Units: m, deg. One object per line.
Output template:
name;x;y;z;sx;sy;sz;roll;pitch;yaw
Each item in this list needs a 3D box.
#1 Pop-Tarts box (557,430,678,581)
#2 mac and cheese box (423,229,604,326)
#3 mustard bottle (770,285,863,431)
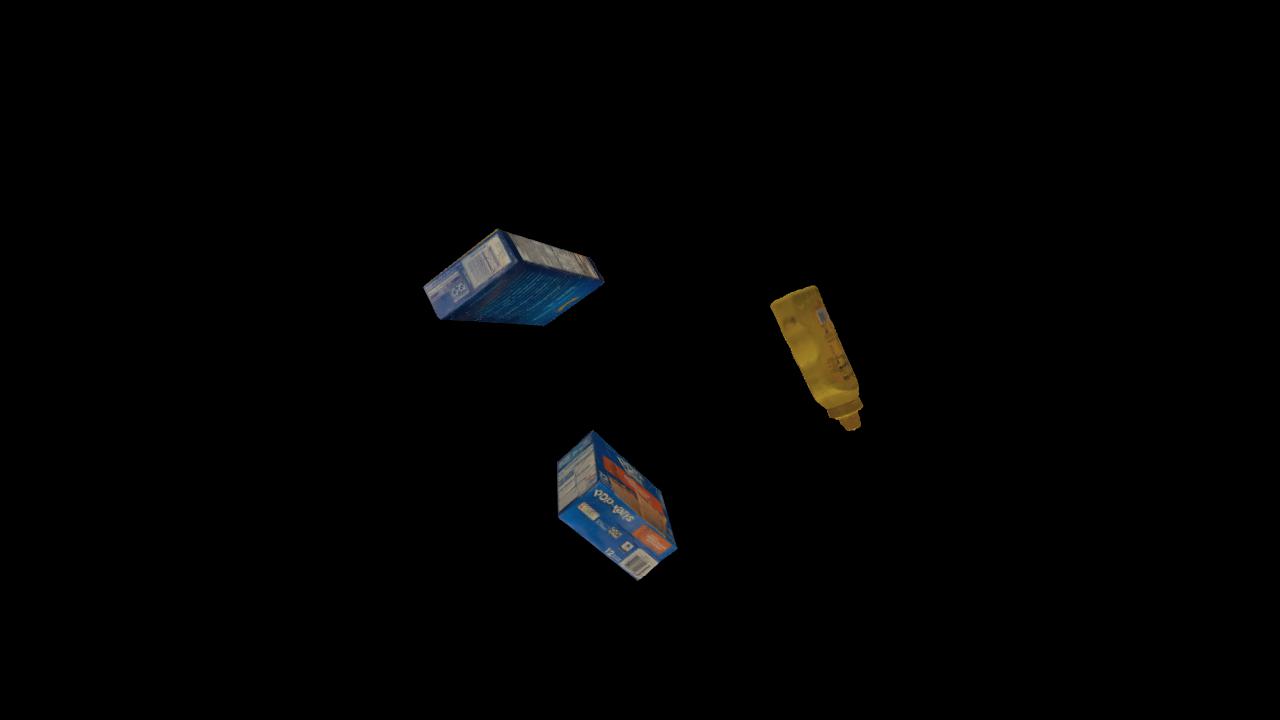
Pop-Tarts box;-0.037;0.211;0.907;0.083;0.167;0.141;-41;22;9
mac and cheese box;-0.114;-0.074;0.605;0.093;0.041;0.184;-34;-10;17
mustard bottle;0.226;0.001;0.757;0.054;0.184;0.092;-26;-4;32
